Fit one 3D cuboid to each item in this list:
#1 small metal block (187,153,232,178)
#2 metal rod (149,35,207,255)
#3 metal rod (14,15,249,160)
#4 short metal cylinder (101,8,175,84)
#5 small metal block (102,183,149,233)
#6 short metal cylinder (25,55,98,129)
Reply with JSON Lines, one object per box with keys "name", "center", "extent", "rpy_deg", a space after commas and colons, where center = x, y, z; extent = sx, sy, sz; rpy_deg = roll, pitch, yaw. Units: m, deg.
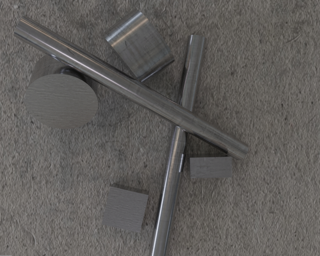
{"name": "small metal block", "center": [0.062, 0.047, 0.398], "extent": [0.050, 0.050, 0.025], "rpy_deg": [-1, 90, 0]}
{"name": "metal rod", "center": [0.023, 0.028, 0.410], "extent": [0.025, 0.025, 0.298], "rpy_deg": [10, 90, 0]}
{"name": "metal rod", "center": [-0.019, -0.037, 0.365], "extent": [0.301, 0.025, 0.025], "rpy_deg": [28, 90, -17]}
{"name": "short metal cylinder", "center": [-0.027, -0.098, 0.382], "extent": [0.050, 0.080, 0.080], "rpy_deg": [-39, 90, 0]}
{"name": "small metal block", "center": [-0.045, 0.105, 0.410], "extent": [0.050, 0.025, 0.050], "rpy_deg": [13, 90, 0]}
{"name": "short metal cylinder", "center": [-0.116, -0.045, 0.376], "extent": [0.081, 0.050, 0.079], "rpy_deg": [-5, 133, -6]}
